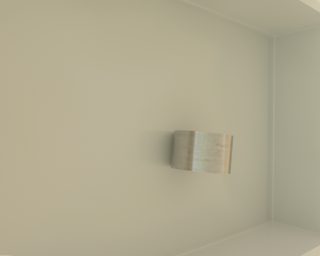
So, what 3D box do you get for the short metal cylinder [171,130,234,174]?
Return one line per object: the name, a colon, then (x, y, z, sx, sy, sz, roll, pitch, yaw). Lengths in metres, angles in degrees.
short metal cylinder: (0.057, 0.033, 0.421, 0.081, 0.080, 0.050, 9, 85, -40)
